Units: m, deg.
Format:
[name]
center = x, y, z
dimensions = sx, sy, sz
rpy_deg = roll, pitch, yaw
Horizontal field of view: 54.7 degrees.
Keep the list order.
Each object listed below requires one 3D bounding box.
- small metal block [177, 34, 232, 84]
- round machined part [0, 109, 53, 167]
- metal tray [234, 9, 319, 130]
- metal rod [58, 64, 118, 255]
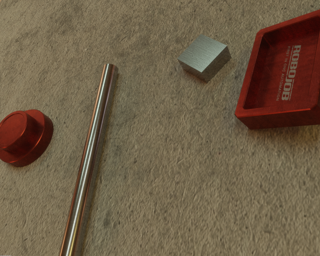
[small metal block]
center = 0.061, -0.097, 0.430
dimensions = 0.050, 0.025, 0.050
rpy_deg = -47, 52, -5
[round machined part]
center = -0.227, 0.011, 0.503
dimensions = 0.098, 0.042, 0.098
rpy_deg = -13, 56, 20
[metal tray]
center = 0.143, -0.064, 0.345
dimensions = 0.090, 0.030, 0.130
rpy_deg = -6, 56, 49
[metal rod]
center = -0.094, 0.034, 0.430
dimensions = 0.025, 0.025, 0.299
rpy_deg = -8, 58, 24
